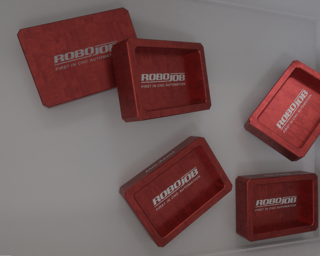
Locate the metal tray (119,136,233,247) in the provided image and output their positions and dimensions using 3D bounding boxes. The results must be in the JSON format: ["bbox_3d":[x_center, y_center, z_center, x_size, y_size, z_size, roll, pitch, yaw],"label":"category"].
[{"bbox_3d":[0.024,0.082,0.416,0.131,0.030,0.090,-35,101,-17],"label":"metal tray"}]

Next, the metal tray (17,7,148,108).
[{"bbox_3d":[-0.089,-0.085,0.375,0.131,0.030,0.090,-20,97,-19],"label":"metal tray"}]

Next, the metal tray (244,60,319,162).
[{"bbox_3d":[0.200,-0.027,0.459,0.090,0.030,0.130,37,76,13],"label":"metal tray"}]

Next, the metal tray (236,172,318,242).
[{"bbox_3d":[0.180,0.116,0.474,0.131,0.030,0.089,-1,90,-20],"label":"metal tray"}]

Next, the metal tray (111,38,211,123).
[{"bbox_3d":[0.008,-0.060,0.384,0.131,0.030,0.089,-11,94,-43],"label":"metal tray"}]
